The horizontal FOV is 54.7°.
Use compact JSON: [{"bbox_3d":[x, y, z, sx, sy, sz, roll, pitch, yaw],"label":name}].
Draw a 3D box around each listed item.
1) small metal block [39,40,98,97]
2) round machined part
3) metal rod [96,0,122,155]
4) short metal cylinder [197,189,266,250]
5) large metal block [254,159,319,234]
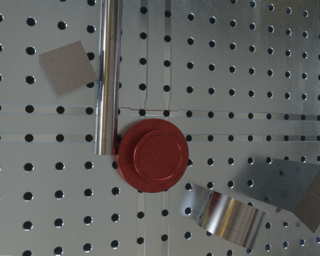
[{"bbox_3d":[-0.110,-0.071,0.372,0.050,0.025,0.050,-26,99,-18],"label":"small metal block"},{"bbox_3d":[-0.006,0.036,0.402,0.099,0.042,0.097,0,90,-21],"label":"round machined part"},{"bbox_3d":[-0.062,-0.116,0.390,0.025,0.025,0.298,2,89,-20],"label":"metal rod"},{"bbox_3d":[0.096,0.123,0.421,0.080,0.080,0.050,26,82,-19],"label":"short metal cylinder"},{"bbox_3d":[0.203,0.097,0.461,0.050,0.080,0.080,43,76,-15],"label":"large metal block"}]
